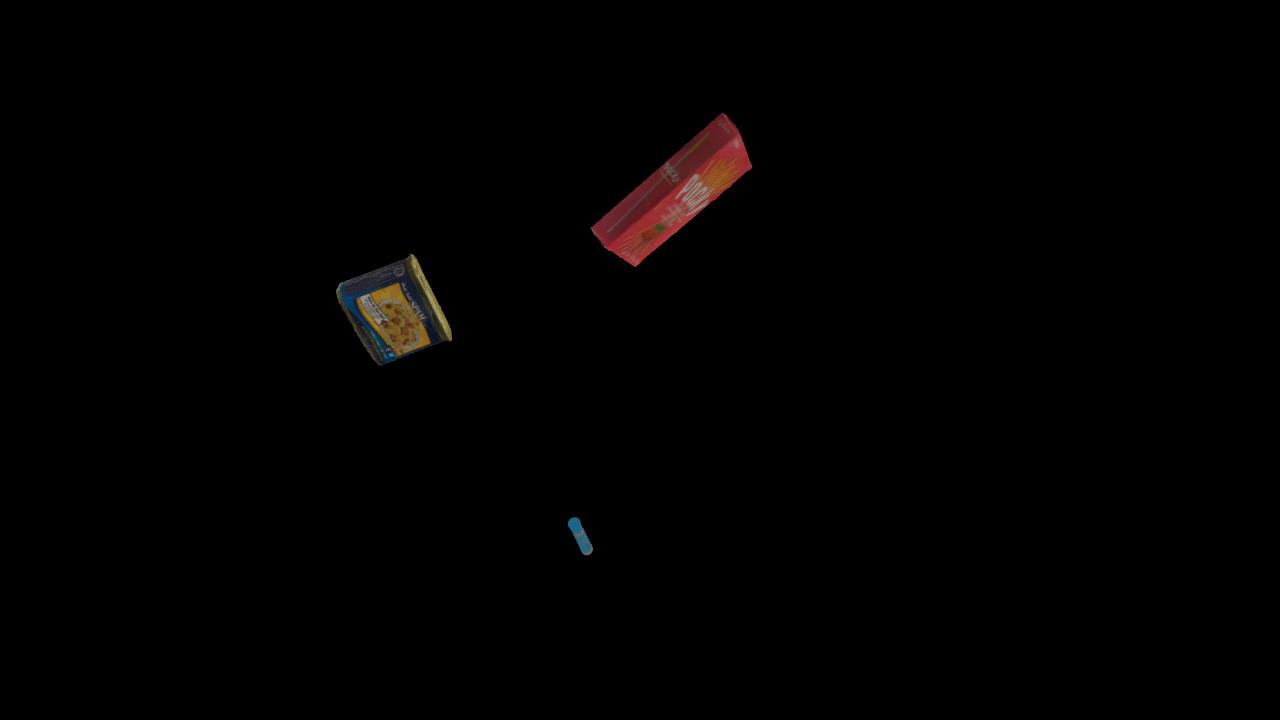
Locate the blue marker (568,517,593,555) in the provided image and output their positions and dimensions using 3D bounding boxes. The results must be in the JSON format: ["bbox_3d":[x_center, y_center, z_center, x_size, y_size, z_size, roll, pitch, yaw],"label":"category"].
[{"bbox_3d":[-0.091,0.270,0.941,0.020,0.020,0.121,0,-36,7],"label":"blue marker"}]

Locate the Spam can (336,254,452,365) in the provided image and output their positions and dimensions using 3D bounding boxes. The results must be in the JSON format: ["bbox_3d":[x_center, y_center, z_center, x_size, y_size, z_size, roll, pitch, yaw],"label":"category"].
[{"bbox_3d":[-0.269,-0.053,0.680,0.085,0.101,0.058,-23,30,-8],"label":"Spam can"}]

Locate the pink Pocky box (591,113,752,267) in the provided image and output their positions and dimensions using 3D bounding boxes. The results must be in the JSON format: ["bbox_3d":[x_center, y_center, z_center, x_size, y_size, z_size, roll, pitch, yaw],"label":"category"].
[{"bbox_3d":[0.033,-0.154,0.577,0.155,0.029,0.084,-39,-14,12],"label":"pink Pocky box"}]
